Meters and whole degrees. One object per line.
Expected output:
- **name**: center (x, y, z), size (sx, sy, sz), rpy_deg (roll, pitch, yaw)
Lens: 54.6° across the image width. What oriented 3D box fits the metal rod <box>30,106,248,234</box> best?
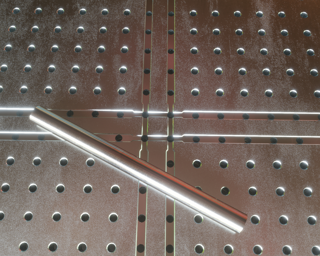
- **metal rod**: center (-0.034, 0.048, 0.394), size (0.301, 0.025, 0.025), rpy_deg (27, 72, 9)
